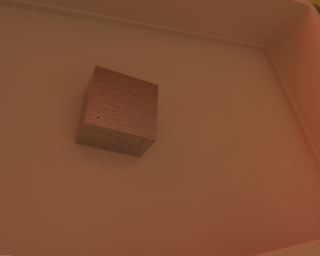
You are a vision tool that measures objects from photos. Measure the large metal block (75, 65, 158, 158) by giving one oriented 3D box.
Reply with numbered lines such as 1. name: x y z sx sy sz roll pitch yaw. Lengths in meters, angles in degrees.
1. large metal block: -0.050 -0.018 0.373 0.081 0.050 0.080 15 56 -20
